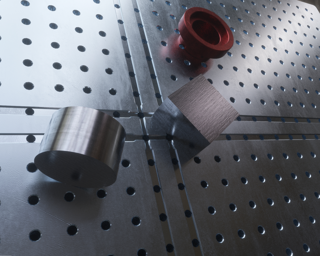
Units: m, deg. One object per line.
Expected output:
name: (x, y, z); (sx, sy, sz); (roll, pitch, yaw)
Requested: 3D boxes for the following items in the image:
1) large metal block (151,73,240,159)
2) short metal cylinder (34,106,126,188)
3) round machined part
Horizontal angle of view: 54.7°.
large metal block: (0.050, -0.018, 0.432); (0.080, 0.050, 0.080); (48, 51, 5)
short metal cylinder: (-0.079, 0.022, 0.318); (0.080, 0.080, 0.050); (20, 54, -17)
round machined part: (0.075, -0.158, 0.536); (0.099, 0.042, 0.098); (14, 56, -21)
